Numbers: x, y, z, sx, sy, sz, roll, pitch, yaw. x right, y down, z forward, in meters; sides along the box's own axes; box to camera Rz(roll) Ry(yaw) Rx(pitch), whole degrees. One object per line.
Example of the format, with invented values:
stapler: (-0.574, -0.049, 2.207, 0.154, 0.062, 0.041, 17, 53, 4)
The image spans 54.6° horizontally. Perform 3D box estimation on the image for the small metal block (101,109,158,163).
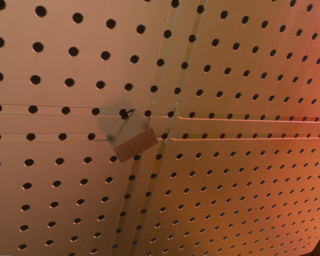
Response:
small metal block: (-0.038, 0.009, 0.379, 0.050, 0.050, 0.025, -29, 128, -10)
